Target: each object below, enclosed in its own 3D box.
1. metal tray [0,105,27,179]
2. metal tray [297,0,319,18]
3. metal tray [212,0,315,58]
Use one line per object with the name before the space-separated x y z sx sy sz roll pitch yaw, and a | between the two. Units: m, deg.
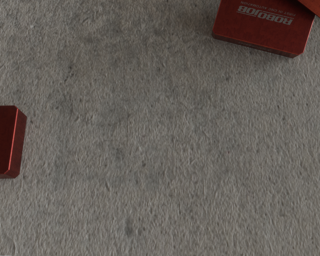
metal tray | -0.246 0.019 0.396 0.131 0.030 0.090 -1 70 -1
metal tray | 0.223 -0.210 0.445 0.090 0.030 0.130 36 47 -4
metal tray | 0.150 -0.162 0.448 0.131 0.030 0.089 16 95 5
